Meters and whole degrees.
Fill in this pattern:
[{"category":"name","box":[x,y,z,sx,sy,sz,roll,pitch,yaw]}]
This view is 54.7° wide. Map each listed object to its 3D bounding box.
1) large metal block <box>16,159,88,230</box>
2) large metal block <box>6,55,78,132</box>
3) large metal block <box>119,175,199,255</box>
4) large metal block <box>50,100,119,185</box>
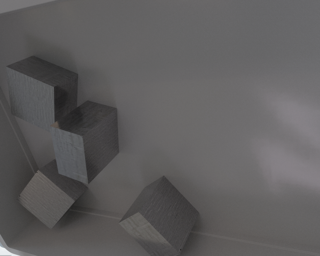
[{"category":"large metal block","box":[-0.190,0.117,0.551,0.080,0.050,0.080,41,110,0]},{"category":"large metal block","box":[-0.170,-0.049,0.452,0.080,0.050,0.079,23,127,14]},{"category":"large metal block","box":[0.001,0.132,0.454,0.080,0.080,0.050,47,129,-5]},{"category":"large metal block","box":[-0.102,0.018,0.438,0.050,0.080,0.079,15,125,19]}]
